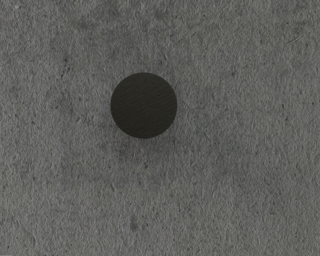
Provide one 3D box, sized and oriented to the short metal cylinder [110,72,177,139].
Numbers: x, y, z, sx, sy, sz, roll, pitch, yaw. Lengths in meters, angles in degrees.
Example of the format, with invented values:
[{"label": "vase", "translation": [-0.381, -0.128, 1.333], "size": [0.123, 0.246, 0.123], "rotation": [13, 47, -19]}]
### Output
[{"label": "short metal cylinder", "translation": [-0.019, -0.027, 0.397], "size": [0.080, 0.050, 0.080], "rotation": [0, 90, 0]}]
